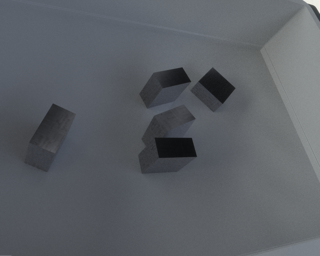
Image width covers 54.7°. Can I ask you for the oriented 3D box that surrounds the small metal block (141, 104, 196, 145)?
[{"bbox_3d":[0.010,0.001,0.394,0.050,0.050,0.025,-23,66,-37],"label":"small metal block"}]

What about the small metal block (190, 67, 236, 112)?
[{"bbox_3d":[0.084,-0.061,0.491,0.050,0.025,0.050,43,51,1],"label":"small metal block"}]

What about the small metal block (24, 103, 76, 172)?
[{"bbox_3d":[-0.114,0.011,0.322,0.025,0.050,0.050,26,52,-13],"label":"small metal block"}]

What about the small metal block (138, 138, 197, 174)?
[{"bbox_3d":[0.008,0.034,0.375,0.050,0.050,0.025,1,62,-28],"label":"small metal block"}]

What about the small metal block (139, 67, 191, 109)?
[{"bbox_3d":[0.007,-0.055,0.429,0.050,0.050,0.025,-18,72,-35],"label":"small metal block"}]
